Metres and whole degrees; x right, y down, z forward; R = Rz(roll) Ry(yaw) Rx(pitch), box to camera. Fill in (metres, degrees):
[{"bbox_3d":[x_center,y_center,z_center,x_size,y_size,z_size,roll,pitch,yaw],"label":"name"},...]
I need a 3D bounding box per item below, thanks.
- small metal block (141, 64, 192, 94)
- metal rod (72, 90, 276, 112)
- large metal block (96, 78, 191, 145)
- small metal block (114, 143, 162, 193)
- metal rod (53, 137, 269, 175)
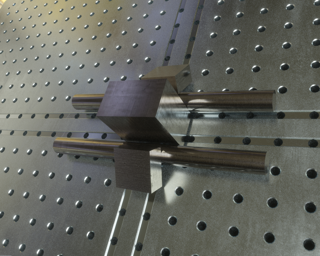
[{"bbox_3d":[0.010,-0.066,0.424,0.050,0.025,0.050,1,28,28],"label":"small metal block"},{"bbox_3d":[-0.001,-0.036,0.426,0.300,0.025,0.025,2,63,29],"label":"metal rod"},{"bbox_3d":[-0.017,-0.016,0.386,0.080,0.080,0.050,2,63,29],"label":"large metal block"},{"bbox_3d":[-0.026,0.047,0.373,0.050,0.025,0.050,3,101,29],"label":"small metal block"},{"bbox_3d":[-0.020,0.032,0.395,0.300,0.025,0.025,2,63,29],"label":"metal rod"}]
